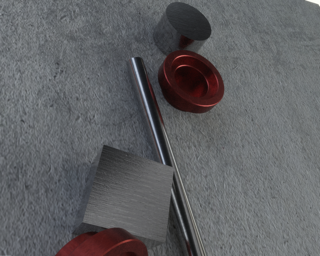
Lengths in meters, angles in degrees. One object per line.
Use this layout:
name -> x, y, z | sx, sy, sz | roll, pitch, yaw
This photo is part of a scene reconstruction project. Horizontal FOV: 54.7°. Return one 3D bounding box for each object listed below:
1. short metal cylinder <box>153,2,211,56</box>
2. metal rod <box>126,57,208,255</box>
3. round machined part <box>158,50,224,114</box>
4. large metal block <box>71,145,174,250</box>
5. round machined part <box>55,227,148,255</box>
short metal cylinder -> 0.035, -0.155, 0.501 | 0.081, 0.050, 0.080 | 14, 56, -21
metal rod -> 0.007, 0.038, 0.383 | 0.025, 0.025, 0.299 | -4, 64, -30
round machined part -> 0.041, -0.063, 0.453 | 0.099, 0.042, 0.098 | 14, 56, -21
large metal block -> -0.036, 0.074, 0.323 | 0.080, 0.050, 0.080 | 20, 54, -16
round machined part -> -0.058, 0.128, 0.260 | 0.042, 0.097, 0.099 | 22, 41, 34
